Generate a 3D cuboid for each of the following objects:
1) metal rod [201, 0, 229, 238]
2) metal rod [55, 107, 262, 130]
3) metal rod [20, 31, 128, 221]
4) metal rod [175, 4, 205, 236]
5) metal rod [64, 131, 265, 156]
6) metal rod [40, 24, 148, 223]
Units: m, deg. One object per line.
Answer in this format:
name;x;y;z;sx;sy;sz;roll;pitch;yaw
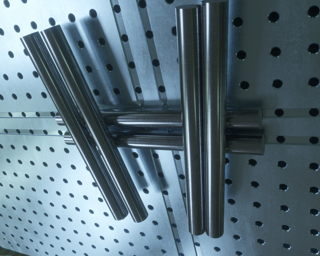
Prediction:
metal rod;0.063;0.013;0.355;0.025;0.025;0.298;9;122;24
metal rod;-0.021;-0.013;0.415;0.300;0.025;0.025;1;119;27
metal rod;-0.115;0.011;0.448;0.025;0.025;0.299;-8;114;32
metal rod;0.040;0.014;0.368;0.025;0.025;0.298;9;122;24
metal rod;-0.013;0.017;0.430;0.300;0.025;0.025;1;119;27
metal rod;-0.082;0.009;0.429;0.025;0.025;0.299;-8;115;32
